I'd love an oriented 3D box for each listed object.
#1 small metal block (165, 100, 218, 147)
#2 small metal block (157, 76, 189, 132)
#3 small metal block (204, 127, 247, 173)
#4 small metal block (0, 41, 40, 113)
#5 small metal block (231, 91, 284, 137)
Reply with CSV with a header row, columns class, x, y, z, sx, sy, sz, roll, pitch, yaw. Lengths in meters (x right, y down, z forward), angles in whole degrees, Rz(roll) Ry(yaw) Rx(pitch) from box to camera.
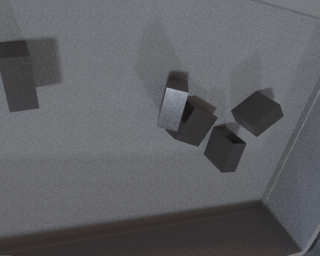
class,x,y,z,sx,sy,sz,roll,pitch,yaw
small metal block,0.043,-0.006,0.425,0.050,0.025,0.050,19,108,-43
small metal block,0.016,-0.031,0.378,0.025,0.050,0.050,14,114,-2
small metal block,0.096,0.032,0.464,0.025,0.050,0.050,0,118,-29
small metal block,-0.133,-0.049,0.289,0.025,0.050,0.050,-11,123,-22
small metal block,0.143,-0.022,0.457,0.050,0.050,0.025,-38,129,-3
